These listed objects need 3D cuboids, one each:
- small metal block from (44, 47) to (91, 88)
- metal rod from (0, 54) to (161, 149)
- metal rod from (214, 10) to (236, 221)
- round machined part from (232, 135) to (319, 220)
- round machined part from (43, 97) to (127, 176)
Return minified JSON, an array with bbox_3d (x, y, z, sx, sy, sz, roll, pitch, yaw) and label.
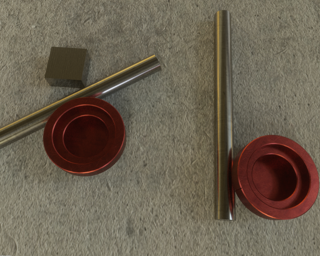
[{"bbox_3d":[-0.129,-0.085,0.438,0.050,0.025,0.050,4,70,1],"label":"small metal block"},{"bbox_3d":[-0.136,-0.024,0.415,0.302,0.025,0.025,-28,73,-10],"label":"metal rod"},{"bbox_3d":[0.086,-0.031,0.420,0.025,0.025,0.299,3,70,1],"label":"metal rod"},{"bbox_3d":[0.134,0.061,0.374,0.099,0.042,0.098,3,71,-7],"label":"round machined part"},{"bbox_3d":[-0.092,0.013,0.394,0.099,0.042,0.098,0,70,0],"label":"round machined part"}]
